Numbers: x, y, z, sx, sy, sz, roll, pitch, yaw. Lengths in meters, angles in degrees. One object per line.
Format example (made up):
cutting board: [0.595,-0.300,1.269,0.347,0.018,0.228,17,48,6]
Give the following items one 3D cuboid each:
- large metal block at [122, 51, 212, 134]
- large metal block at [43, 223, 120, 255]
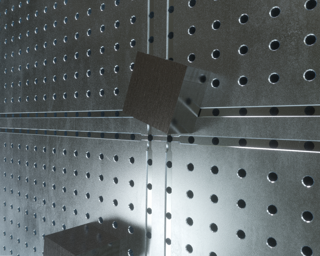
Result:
large metal block: [0.007,-0.044,0.389,0.080,0.050,0.080,26,106,37]
large metal block: [-0.120,0.192,0.474,0.080,0.081,0.050,9,96,40]
